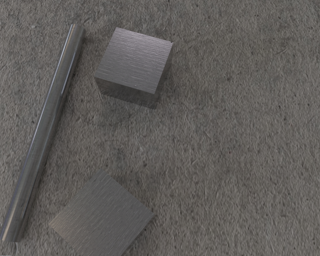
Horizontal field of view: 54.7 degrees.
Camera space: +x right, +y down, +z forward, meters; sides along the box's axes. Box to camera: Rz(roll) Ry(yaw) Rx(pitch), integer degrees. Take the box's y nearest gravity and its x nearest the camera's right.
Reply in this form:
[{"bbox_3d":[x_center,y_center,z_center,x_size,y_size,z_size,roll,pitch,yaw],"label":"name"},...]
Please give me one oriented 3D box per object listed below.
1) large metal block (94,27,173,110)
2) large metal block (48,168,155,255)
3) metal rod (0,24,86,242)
[{"bbox_3d":[-0.033,-0.081,0.424,0.080,0.050,0.080,17,71,6],"label":"large metal block"},{"bbox_3d":[-0.062,0.106,0.356,0.080,0.050,0.080,38,74,12],"label":"large metal block"},{"bbox_3d":[-0.149,-0.008,0.409,0.025,0.025,0.299,10,70,3],"label":"metal rod"}]
